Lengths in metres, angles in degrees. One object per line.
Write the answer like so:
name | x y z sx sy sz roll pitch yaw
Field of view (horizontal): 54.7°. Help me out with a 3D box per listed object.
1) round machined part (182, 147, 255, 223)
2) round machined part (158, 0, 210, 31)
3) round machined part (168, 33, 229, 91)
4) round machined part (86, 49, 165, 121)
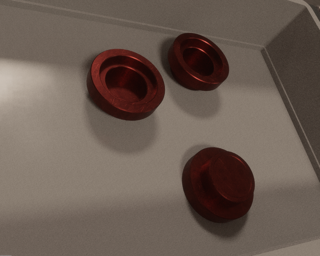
round machined part | 0.082 0.068 0.399 0.099 0.042 0.098 14 56 -21
round machined part | 0.050 -0.227 0.563 0.099 0.042 0.098 14 55 -21
round machined part | 0.056 -0.098 0.487 0.099 0.042 0.098 14 56 -21
round machined part | -0.047 -0.051 0.402 0.099 0.042 0.098 14 56 -21
